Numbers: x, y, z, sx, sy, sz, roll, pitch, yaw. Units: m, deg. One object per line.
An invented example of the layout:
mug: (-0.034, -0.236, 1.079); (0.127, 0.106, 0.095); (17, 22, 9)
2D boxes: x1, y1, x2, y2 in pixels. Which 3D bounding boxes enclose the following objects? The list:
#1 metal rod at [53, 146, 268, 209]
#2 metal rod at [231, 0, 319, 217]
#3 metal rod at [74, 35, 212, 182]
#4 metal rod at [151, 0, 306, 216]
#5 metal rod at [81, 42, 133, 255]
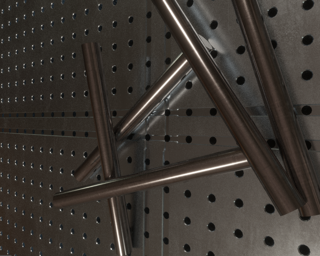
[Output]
metal rod: (-0.020, 0.066, 0.387); (0.300, 0.025, 0.025); (-17, 79, 27)
metal rod: (0.109, -0.063, 0.318); (0.025, 0.025, 0.299); (-22, 76, 37)
metal rod: (-0.040, -0.011, 0.439); (0.299, 0.025, 0.025); (-45, 64, 30)
metal rod: (0.056, -0.052, 0.329); (0.025, 0.025, 0.299); (-40, 67, 32)
metal rod: (-0.073, 0.032, 0.437); (0.025, 0.025, 0.298); (-5, 96, 39)
